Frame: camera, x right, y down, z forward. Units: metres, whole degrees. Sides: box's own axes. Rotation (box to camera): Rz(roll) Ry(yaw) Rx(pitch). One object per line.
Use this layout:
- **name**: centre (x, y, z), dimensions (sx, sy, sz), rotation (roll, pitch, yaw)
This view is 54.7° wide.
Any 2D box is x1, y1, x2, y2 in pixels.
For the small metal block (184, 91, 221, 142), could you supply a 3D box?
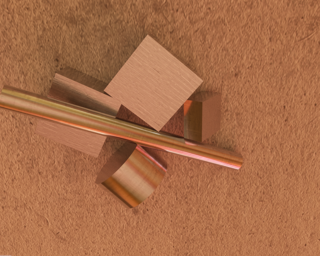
- **small metal block**: centre (0.054, -0.016, 0.390), dimensions (0.025, 0.050, 0.050), rotation (12, 115, 34)

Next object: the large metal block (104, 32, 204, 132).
- **large metal block**: centre (-0.007, -0.057, 0.374), dimensions (0.080, 0.050, 0.080), rotation (38, 106, -13)

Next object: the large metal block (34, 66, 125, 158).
- **large metal block**: centre (-0.097, -0.021, 0.389), dimensions (0.080, 0.050, 0.080), rotation (24, 108, -9)

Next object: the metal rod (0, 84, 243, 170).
- **metal rod**: centre (-0.026, 0.007, 0.370), dimensions (0.302, 0.025, 0.025), rotation (16, 110, -24)

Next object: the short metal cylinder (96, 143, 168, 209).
- **short metal cylinder**: centre (-0.037, 0.056, 0.401), dimensions (0.080, 0.080, 0.050), rotation (-42, 105, 14)
